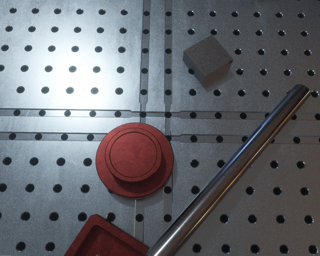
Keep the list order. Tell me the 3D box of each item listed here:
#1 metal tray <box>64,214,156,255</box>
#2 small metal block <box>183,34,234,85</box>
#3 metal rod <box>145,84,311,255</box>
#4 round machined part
[{"bbox_3d":[-0.045,0.169,0.346,0.130,0.030,0.090,30,72,10],"label":"metal tray"},{"bbox_3d":[0.069,-0.099,0.449,0.050,0.025,0.050,-32,73,-11],"label":"small metal block"},{"bbox_3d":[0.096,0.045,0.379,0.025,0.025,0.301,42,69,13],"label":"metal rod"},{"bbox_3d":[-0.032,0.038,0.388,0.099,0.042,0.098,0,70,-1],"label":"round machined part"}]
